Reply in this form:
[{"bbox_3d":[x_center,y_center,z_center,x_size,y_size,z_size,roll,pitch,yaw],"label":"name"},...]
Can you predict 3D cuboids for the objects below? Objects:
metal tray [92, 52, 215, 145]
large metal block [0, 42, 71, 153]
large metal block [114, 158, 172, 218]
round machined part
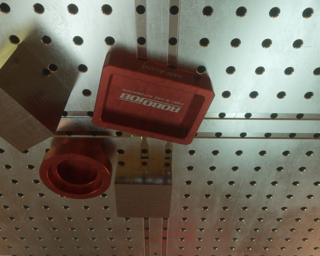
[{"bbox_3d":[-0.010,-0.032,0.380,0.131,0.030,0.089,13,129,-11],"label":"metal tray"},{"bbox_3d":[-0.154,-0.034,0.345,0.050,0.080,0.080,-26,126,20],"label":"large metal block"},{"bbox_3d":[-0.024,0.093,0.474,0.081,0.050,0.079,1,130,-2],"label":"large metal block"},{"bbox_3d":[-0.118,0.056,0.447,0.099,0.042,0.097,0,130,0],"label":"round machined part"}]
